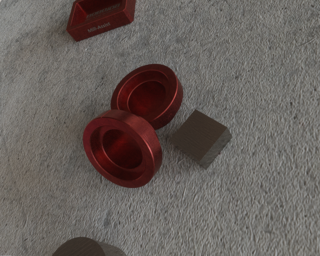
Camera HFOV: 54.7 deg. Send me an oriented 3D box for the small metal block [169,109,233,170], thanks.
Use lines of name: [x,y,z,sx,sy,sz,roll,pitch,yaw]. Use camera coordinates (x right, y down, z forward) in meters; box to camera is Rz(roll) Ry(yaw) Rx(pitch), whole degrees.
small metal block: [0.049,0.013,0.370,0.050,0.025,0.050,35,81,38]

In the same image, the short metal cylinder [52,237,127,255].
short metal cylinder: [-0.075,0.161,0.327,0.080,0.050,0.080,-13,56,20]

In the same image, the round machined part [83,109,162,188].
round machined part: [-0.041,0.021,0.375,0.098,0.097,0.042,2,29,29]

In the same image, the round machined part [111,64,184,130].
round machined part: [-0.014,-0.036,0.421,0.098,0.042,0.098,-13,56,20]

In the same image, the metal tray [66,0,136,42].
metal tray: [-0.112,-0.224,0.594,0.130,0.030,0.090,-11,57,21]
